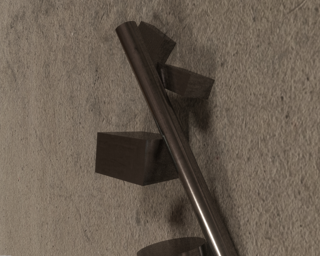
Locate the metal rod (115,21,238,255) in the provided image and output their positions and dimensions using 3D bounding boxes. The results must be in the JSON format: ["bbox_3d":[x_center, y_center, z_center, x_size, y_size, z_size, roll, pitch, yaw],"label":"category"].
[{"bbox_3d":[0.021,0.023,0.343,0.025,0.025,0.299,-25,88,37],"label":"metal rod"}]

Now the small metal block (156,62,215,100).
[{"bbox_3d":[0.027,-0.055,0.364,0.050,0.050,0.025,29,108,36],"label":"small metal block"}]

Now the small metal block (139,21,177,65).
[{"bbox_3d":[-0.014,-0.106,0.414,0.050,0.025,0.050,46,117,30],"label":"small metal block"}]

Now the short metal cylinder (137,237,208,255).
[{"bbox_3d":[0.018,0.161,0.353,0.080,0.081,0.050,-18,79,38],"label":"short metal cylinder"}]

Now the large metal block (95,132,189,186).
[{"bbox_3d":[-0.022,0.033,0.385,0.080,0.081,0.050,7,95,39],"label":"large metal block"}]
